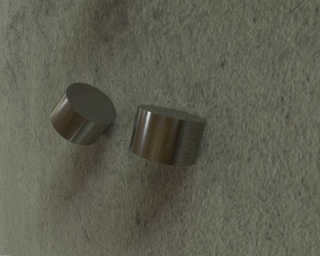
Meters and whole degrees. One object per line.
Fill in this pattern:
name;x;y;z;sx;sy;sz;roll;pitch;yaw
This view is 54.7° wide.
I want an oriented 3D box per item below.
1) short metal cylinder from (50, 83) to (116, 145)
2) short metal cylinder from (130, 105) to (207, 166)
short metal cylinder;-0.113;-0.021;0.459;0.050;0.081;0.080;-46;63;30
short metal cylinder;0.009;0.007;0.360;0.080;0.081;0.050;20;103;38
